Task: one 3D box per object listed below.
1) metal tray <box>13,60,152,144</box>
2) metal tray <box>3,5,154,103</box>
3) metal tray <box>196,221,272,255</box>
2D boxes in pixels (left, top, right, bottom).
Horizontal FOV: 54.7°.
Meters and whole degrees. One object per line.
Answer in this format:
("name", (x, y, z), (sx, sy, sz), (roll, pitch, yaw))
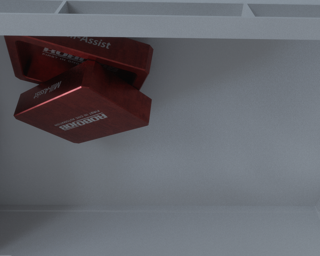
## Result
("metal tray", (-0.086, -0.021, 0.344), (0.130, 0.030, 0.090), (-14, 149, 37))
("metal tray", (-0.082, -0.067, 0.320), (0.131, 0.030, 0.090), (14, 158, -13))
("metal tray", (0.136, 0.217, 0.594), (0.131, 0.030, 0.089), (0, 130, -1))
